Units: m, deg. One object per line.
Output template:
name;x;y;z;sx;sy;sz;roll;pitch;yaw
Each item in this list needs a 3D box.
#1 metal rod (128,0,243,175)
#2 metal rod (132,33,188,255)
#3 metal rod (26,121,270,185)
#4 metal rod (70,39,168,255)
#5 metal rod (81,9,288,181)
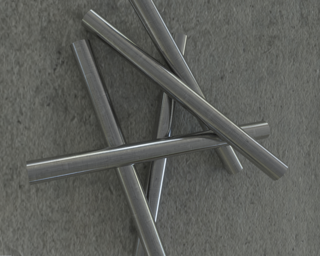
metal rod;0.035;-0.058;0.397;0.025;0.025;0.299;-39;112;-16
metal rod;0.001;0.023;0.410;0.025;0.025;0.298;11;86;-20
metal rod;0.005;0.024;0.370;0.303;0.025;0.025;-9;93;-22
metal rod;-0.046;0.039;0.376;0.025;0.025;0.298;-20;91;-19
metal rod;0.029;-0.040;0.377;0.300;0.025;0.025;39;77;0
